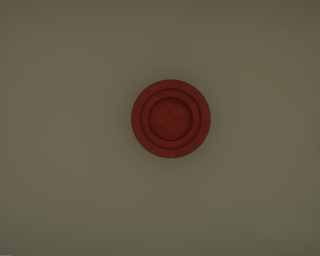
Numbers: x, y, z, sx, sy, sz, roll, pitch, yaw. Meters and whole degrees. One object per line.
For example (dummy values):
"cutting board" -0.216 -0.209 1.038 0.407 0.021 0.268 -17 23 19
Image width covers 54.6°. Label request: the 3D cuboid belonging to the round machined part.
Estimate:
"round machined part" 0.014 -0.011 0.403 0.099 0.042 0.097 0 90 0
